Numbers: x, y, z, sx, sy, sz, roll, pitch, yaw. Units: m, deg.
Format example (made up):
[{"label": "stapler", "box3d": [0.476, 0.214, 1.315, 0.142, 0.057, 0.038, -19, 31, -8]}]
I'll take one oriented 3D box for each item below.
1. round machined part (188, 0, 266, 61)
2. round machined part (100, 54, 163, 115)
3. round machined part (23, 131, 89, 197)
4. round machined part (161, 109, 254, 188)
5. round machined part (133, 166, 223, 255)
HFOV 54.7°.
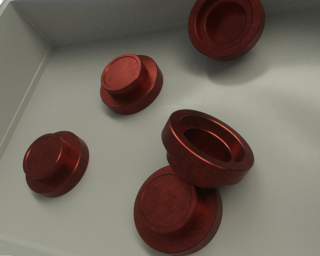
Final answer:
[{"label": "round machined part", "box3d": [0.091, -0.138, 0.415, 0.098, 0.042, 0.097, -1, 88, 30]}, {"label": "round machined part", "box3d": [-0.048, -0.072, 0.463, 0.098, 0.042, 0.098, -13, 56, 20]}, {"label": "round machined part", "box3d": [-0.155, 0.046, 0.446, 0.098, 0.042, 0.098, -13, 56, 20]}, {"label": "round machined part", "box3d": [0.046, 0.025, 0.331, 0.098, 0.099, 0.042, 54, 129, 39]}, {"label": "round machined part", "box3d": [0.014, 0.084, 0.335, 0.098, 0.042, 0.098, -13, 56, 20]}]
